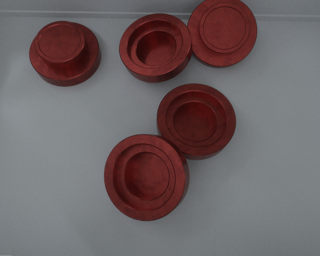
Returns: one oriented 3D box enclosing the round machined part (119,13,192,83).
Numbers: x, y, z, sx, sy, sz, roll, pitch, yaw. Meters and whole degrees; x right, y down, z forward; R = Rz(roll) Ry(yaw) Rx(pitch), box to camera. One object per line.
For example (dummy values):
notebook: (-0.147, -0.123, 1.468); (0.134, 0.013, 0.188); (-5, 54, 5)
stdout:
round machined part: (-0.003, -0.107, 0.433); (0.098, 0.042, 0.098); (-3, 71, 10)

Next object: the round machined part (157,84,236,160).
round machined part: (0.044, -0.005, 0.402); (0.099, 0.042, 0.098); (1, 68, -2)

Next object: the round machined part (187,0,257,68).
round machined part: (0.086, -0.135, 0.432); (0.099, 0.042, 0.097); (0, 95, 2)

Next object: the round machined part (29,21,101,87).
round machined part: (-0.137, -0.112, 0.440); (0.099, 0.042, 0.098); (0, 70, -1)

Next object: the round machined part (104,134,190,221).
round machined part: (-0.013, 0.056, 0.367); (0.098, 0.042, 0.097); (0, 89, 19)
